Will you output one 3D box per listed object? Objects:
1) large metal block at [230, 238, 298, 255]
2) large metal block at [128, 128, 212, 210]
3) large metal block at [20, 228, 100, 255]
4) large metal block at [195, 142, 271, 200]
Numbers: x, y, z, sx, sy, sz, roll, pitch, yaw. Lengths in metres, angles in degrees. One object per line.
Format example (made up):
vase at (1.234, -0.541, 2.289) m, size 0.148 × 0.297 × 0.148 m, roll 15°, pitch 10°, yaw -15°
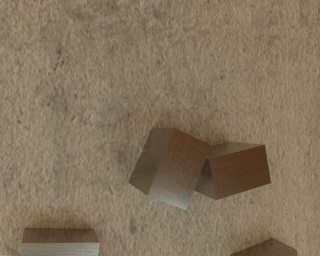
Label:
large metal block at (0.158, 0.221, 0.456) m, size 0.081 × 0.050 × 0.079 m, roll -12°, pitch 94°, yaw -20°
large metal block at (0.009, 0.046, 0.384) m, size 0.050 × 0.080 × 0.080 m, roll 25°, pitch 82°, yaw -19°
large metal block at (-0.118, 0.162, 0.353) m, size 0.081 × 0.050 × 0.080 m, roll 8°, pitch 88°, yaw -20°
large metal block at (0.085, 0.053, 0.413) m, size 0.081 × 0.080 × 0.050 m, roll -12°, pitch 94°, yaw -20°
